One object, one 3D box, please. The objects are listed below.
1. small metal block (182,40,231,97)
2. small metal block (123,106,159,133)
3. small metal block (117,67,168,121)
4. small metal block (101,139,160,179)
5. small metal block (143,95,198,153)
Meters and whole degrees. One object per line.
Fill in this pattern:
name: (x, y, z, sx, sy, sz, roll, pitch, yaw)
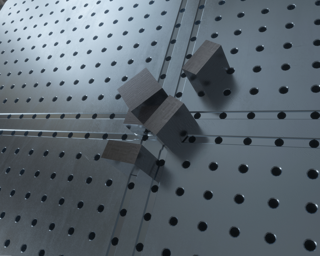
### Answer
small metal block: (0.062, -0.078, 0.408, 0.025, 0.050, 0.050, 34, 81, 38)
small metal block: (-0.016, -0.020, 0.430, 0.050, 0.025, 0.050, 4, 64, 30)
small metal block: (-0.023, -0.046, 0.417, 0.050, 0.025, 0.050, -37, 51, 3)
small metal block: (-0.036, 0.039, 0.388, 0.050, 0.050, 0.025, 7, 65, 31)
small metal block: (0.014, -0.005, 0.389, 0.050, 0.050, 0.025, -49, 51, -6)
